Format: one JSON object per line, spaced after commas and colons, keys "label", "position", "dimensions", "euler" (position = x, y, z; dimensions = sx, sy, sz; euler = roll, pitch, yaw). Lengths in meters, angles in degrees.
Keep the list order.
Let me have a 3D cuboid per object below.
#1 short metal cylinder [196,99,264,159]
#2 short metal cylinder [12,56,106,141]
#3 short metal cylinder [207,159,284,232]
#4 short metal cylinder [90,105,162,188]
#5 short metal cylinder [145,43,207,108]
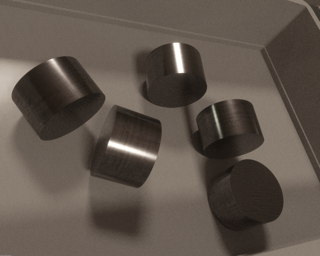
{"label": "short metal cylinder", "position": [0.094, 0.004, 0.421], "dimensions": [0.081, 0.080, 0.050], "euler": [5, 60, -26]}
{"label": "short metal cylinder", "position": [-0.107, -0.031, 0.332], "dimensions": [0.081, 0.080, 0.050], "euler": [-32, 80, -38]}
{"label": "short metal cylinder", "position": [0.109, 0.087, 0.397], "dimensions": [0.081, 0.050, 0.080], "euler": [14, 56, -21]}
{"label": "short metal cylinder", "position": [-0.038, 0.020, 0.339], "dimensions": [0.050, 0.080, 0.080], "euler": [19, 54, -18]}
{"label": "short metal cylinder", "position": [0.021, -0.070, 0.426], "dimensions": [0.081, 0.080, 0.050], "euler": [8, 59, -25]}
